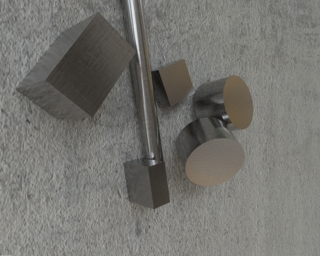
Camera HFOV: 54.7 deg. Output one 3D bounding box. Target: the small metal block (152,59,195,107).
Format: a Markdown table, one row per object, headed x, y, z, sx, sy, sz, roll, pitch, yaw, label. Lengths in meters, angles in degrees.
| x | y | z | sx | sy | sz | roll | pitch | yaw | label |
| --- | --- | --- | --- | --- | --- | --- | --- | --- | --- |
| 0.016 | -0.061 | 0.420 | 0.050 | 0.025 | 0.050 | -31 | 110 | -36 | small metal block |

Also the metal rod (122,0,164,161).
| x | y | z | sx | sy | sz | roll | pitch | yaw | label |
| --- | --- | --- | --- | --- | --- | --- | --- | --- | --- |
| -0.022 | -0.066 | 0.387 | 0.025 | 0.025 | 0.298 | -13 | 99 | -40 | metal rod |

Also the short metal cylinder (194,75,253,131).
| x | y | z | sx | sy | sz | roll | pitch | yaw | label |
| --- | --- | --- | --- | --- | --- | --- | --- | --- | --- |
| 0.097 | -0.034 | 0.464 | 0.081 | 0.050 | 0.080 | 11 | 75 | -44 | short metal cylinder |

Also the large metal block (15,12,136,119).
| x | y | z | sx | sy | sz | roll | pitch | yaw | label |
| --- | --- | --- | --- | --- | --- | --- | --- | --- | --- |
| -0.082 | -0.056 | 0.301 | 0.050 | 0.080 | 0.080 | 43 | 64 | -32 | large metal block |

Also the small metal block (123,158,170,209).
| x | y | z | sx | sy | sz | roll | pitch | yaw | label |
| --- | --- | --- | --- | --- | --- | --- | --- | --- | --- |
| -0.017 | 0.066 | 0.376 | 0.025 | 0.050 | 0.050 | -13 | 99 | -40 | small metal block |

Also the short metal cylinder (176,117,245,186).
| x | y | z | sx | sy | sz | roll | pitch | yaw | label |
| --- | --- | --- | --- | --- | --- | --- | --- | --- | --- |
| 0.067 | 0.032 | 0.421 | 0.081 | 0.050 | 0.079 | -7 | 124 | -9 | short metal cylinder |
